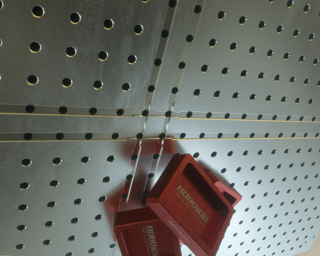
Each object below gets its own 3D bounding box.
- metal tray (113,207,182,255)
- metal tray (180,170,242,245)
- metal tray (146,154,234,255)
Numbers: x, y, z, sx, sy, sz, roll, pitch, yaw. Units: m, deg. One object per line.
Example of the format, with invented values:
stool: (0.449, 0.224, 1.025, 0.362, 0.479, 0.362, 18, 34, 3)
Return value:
metal tray: (-0.014, 0.183, 0.487, 0.091, 0.030, 0.129, -10, 119, 0)
metal tray: (0.071, 0.143, 0.537, 0.130, 0.030, 0.090, -49, 129, 6)
metal tray: (0.048, 0.112, 0.448, 0.130, 0.030, 0.090, 51, 51, -19)
